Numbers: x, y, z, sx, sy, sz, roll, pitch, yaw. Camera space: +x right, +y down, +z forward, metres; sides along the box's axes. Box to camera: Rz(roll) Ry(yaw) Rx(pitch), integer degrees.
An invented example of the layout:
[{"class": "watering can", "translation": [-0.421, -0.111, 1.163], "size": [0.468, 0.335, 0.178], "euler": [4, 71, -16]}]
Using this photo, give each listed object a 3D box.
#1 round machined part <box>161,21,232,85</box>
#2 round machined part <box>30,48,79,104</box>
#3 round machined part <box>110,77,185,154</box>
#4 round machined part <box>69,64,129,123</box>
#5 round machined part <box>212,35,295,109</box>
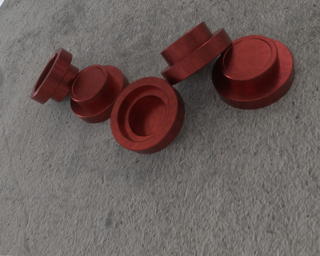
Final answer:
[{"class": "round machined part", "translation": [0.040, -0.100, 0.401], "size": [0.098, 0.042, 0.098], "euler": [-35, 12, 9]}, {"class": "round machined part", "translation": [-0.172, -0.082, 0.518], "size": [0.098, 0.042, 0.098], "euler": [-38, 35, 33]}, {"class": "round machined part", "translation": [-0.012, -0.013, 0.400], "size": [0.098, 0.042, 0.098], "euler": [-11, 67, 27]}, {"class": "round machined part", "translation": [-0.100, -0.060, 0.483], "size": [0.098, 0.042, 0.098], "euler": [-13, 56, 21]}, {"class": "round machined part", "translation": [0.111, -0.075, 0.381], "size": [0.098, 0.042, 0.098], "euler": [-13, 56, 21]}]
